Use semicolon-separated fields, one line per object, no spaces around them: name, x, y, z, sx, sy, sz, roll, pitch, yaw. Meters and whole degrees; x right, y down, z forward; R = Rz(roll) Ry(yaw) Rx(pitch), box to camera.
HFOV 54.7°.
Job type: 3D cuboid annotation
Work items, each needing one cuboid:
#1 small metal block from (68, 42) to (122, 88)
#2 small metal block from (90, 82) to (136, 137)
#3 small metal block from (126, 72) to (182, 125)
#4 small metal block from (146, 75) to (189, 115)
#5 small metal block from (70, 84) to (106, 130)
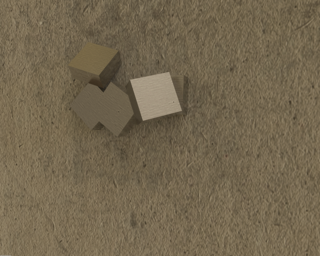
small metal block;-0.089;-0.088;0.428;0.050;0.025;0.050;20;60;18
small metal block;-0.053;-0.024;0.400;0.050;0.025;0.050;39;102;15
small metal block;-0.008;-0.035;0.372;0.050;0.025;0.050;-15;84;-21
small metal block;0.009;-0.043;0.406;0.050;0.025;0.050;2;91;19
small metal block;-0.091;-0.032;0.441;0.050;0.025;0.050;-46;76;14
